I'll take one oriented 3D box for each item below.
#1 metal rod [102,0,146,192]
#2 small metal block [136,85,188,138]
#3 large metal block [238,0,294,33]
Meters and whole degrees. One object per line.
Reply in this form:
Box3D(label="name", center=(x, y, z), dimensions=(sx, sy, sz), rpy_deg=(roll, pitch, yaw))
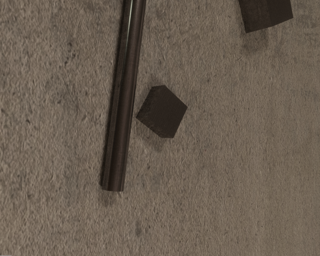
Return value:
Box3D(label="metal rod", center=(-0.038, -0.076, 0.373), dimensions=(0.025, 0.025, 0.298), rpy_deg=(11, 83, -40))
Box3D(label="small metal block", center=(0.003, -0.021, 0.410), dimensions=(0.050, 0.025, 0.050), rpy_deg=(40, 66, -33))
Box3D(label="large metal block", center=(0.186, -0.221, 0.547), dimensions=(0.081, 0.050, 0.080), rpy_deg=(-29, 109, -36))
